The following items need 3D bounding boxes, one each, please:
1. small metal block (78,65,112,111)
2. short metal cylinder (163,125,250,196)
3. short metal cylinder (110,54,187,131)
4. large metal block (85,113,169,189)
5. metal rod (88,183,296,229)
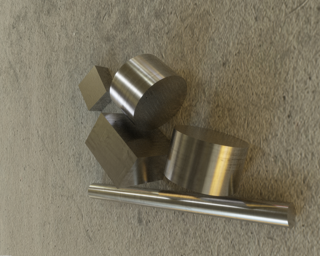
[{"bbox_3d":[-0.097,-0.061,0.485,0.050,0.025,0.050,-40,66,32],"label":"small metal block"},{"bbox_3d":[0.048,0.032,0.329,0.080,0.081,0.050,21,103,38],"label":"short metal cylinder"},{"bbox_3d":[-0.013,-0.043,0.380,0.050,0.081,0.080,45,117,30],"label":"short metal cylinder"},{"bbox_3d":[-0.034,0.026,0.398,0.080,0.081,0.050,48,118,29],"label":"large metal block"},{"bbox_3d":[0.012,0.092,0.395,0.300,0.025,0.025,-4,88,40],"label":"metal rod"}]
